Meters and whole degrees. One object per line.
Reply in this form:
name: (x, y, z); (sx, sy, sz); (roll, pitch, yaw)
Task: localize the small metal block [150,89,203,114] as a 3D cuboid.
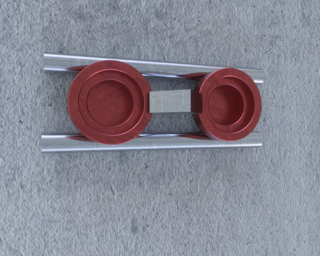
small metal block: (0.021, -0.030, 0.377); (0.050, 0.050, 0.025); (0, 90, 23)

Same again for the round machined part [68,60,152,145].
round machined part: (-0.061, -0.029, 0.374); (0.099, 0.042, 0.097); (0, 90, -20)

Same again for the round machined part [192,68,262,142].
round machined part: (0.087, -0.031, 0.428); (0.099, 0.042, 0.097); (0, 90, -20)

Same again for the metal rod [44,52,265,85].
metal rod: (0.007, -0.076, 0.412); (0.302, 0.025, 0.025); (0, 90, -20)

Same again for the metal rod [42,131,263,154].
metal rod: (0.005, 0.017, 0.412); (0.302, 0.025, 0.025); (0, 90, -20)
